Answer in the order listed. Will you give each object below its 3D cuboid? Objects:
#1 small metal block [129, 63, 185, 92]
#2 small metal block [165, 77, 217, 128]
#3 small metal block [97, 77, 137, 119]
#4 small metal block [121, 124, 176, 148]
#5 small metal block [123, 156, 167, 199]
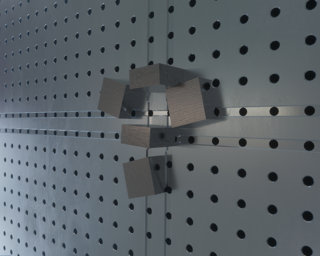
[{"bbox_3d":[-0.004,-0.062,0.397,0.050,0.050,0.025,-3,88,40],"label":"small metal block"},{"bbox_3d":[0.037,-0.029,0.379,0.050,0.025,0.050,-15,81,39],"label":"small metal block"},{"bbox_3d":[-0.064,-0.045,0.463,0.050,0.025,0.050,23,104,38],"label":"small metal block"},{"bbox_3d":[-0.015,0.010,0.407,0.050,0.050,0.025,7,94,40],"label":"small metal block"},{"bbox_3d":[-0.022,0.068,0.428,0.050,0.025,0.050,-18,78,38],"label":"small metal block"}]
